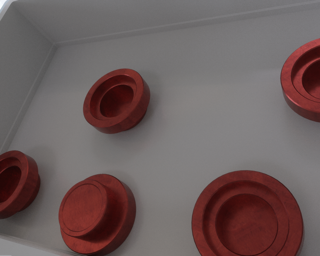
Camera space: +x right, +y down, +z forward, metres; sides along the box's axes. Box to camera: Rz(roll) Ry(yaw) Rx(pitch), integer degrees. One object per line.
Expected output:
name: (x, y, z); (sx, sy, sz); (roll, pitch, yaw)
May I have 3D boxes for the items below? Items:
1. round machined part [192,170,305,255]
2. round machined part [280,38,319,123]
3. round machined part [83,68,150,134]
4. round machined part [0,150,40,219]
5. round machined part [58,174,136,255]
round machined part: (0.083, 0.093, 0.294); (0.098, 0.042, 0.098); (-13, 56, 21)
round machined part: (0.182, -0.047, 0.328); (0.098, 0.042, 0.098); (-13, 56, 21)
round machined part: (-0.058, -0.034, 0.446); (0.098, 0.042, 0.098); (-13, 56, 21)
round machined part: (-0.218, 0.086, 0.457); (0.098, 0.042, 0.098); (-13, 56, 21)
round machined part: (-0.082, 0.101, 0.376); (0.098, 0.042, 0.098); (-13, 56, 21)
